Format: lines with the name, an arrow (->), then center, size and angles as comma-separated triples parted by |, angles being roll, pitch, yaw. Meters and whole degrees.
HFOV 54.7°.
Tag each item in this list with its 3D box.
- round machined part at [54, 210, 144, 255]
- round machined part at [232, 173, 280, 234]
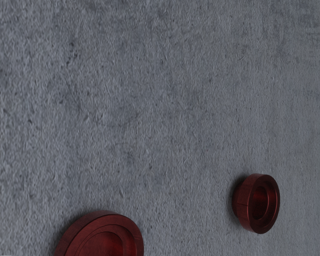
round machined part -> -0.069, 0.138, 0.336 | 0.099, 0.042, 0.097 | 0, 90, -40
round machined part -> 0.160, 0.126, 0.528 | 0.099, 0.042, 0.097 | 0, 90, -40
